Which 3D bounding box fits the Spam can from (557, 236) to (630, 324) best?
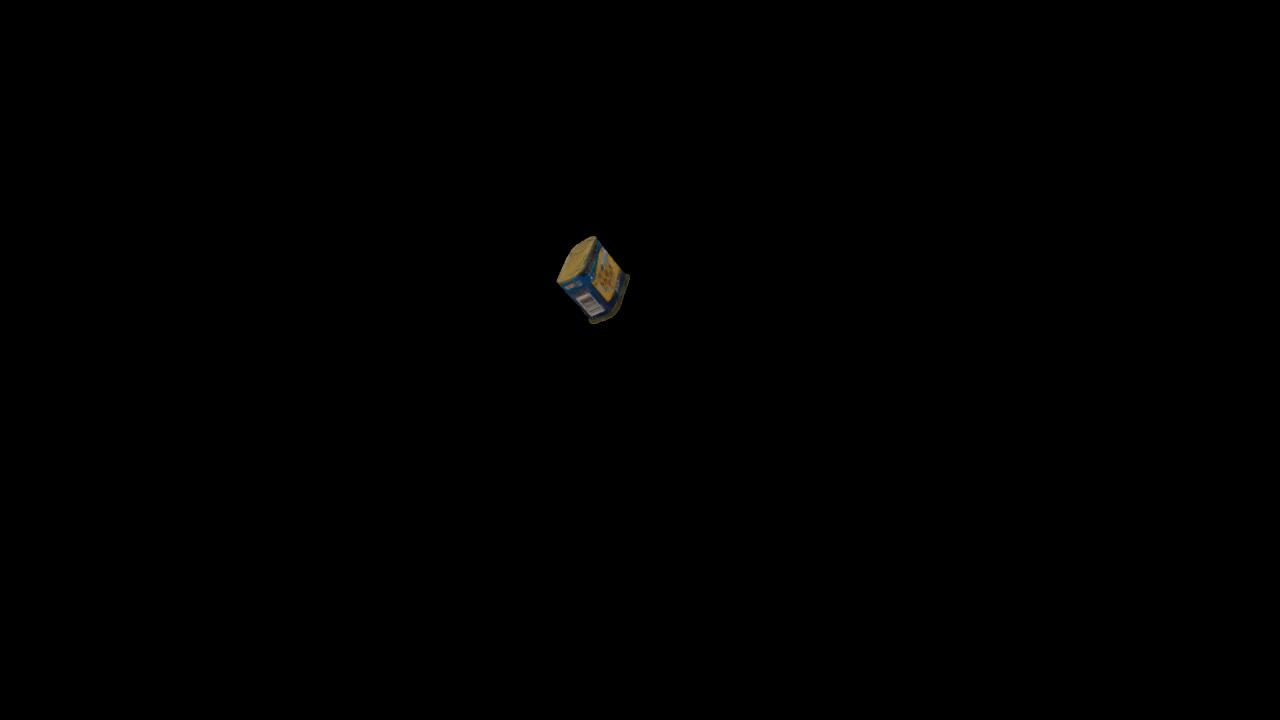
[{"bbox_3d":[-0.068,-0.119,0.903,0.058,0.101,0.085,-19,-53,31],"label":"Spam can"}]
